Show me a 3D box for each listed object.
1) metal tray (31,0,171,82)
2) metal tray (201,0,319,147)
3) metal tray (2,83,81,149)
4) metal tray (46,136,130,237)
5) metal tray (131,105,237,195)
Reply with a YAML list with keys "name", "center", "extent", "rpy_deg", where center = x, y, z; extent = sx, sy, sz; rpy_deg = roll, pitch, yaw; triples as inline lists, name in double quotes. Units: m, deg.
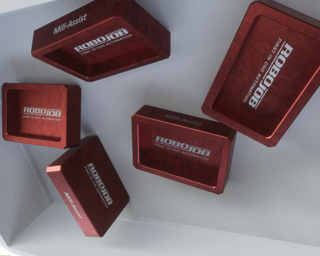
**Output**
- name: "metal tray"
  center: [-0.065, -0.093, 0.345]
  extent: [0.130, 0.090, 0.030]
  rpy_deg: [-10, 71, 32]
- name: "metal tray"
  center: [0.108, -0.052, 0.315]
  extent: [0.090, 0.030, 0.129]
  rpy_deg: [29, 128, 10]
- name: "metal tray"
  center: [-0.180, -0.021, 0.465]
  extent: [0.130, 0.030, 0.089]
  rpy_deg: [5, 96, 25]
- name: "metal tray"
  center: [-0.104, 0.089, 0.476]
  extent: [0.030, 0.090, 0.129]
  rpy_deg: [-10, 113, 32]
- name: "metal tray"
  center: [0.028, 0.028, 0.407]
  extent: [0.130, 0.030, 0.089]
  rpy_deg: [14, 125, 20]
